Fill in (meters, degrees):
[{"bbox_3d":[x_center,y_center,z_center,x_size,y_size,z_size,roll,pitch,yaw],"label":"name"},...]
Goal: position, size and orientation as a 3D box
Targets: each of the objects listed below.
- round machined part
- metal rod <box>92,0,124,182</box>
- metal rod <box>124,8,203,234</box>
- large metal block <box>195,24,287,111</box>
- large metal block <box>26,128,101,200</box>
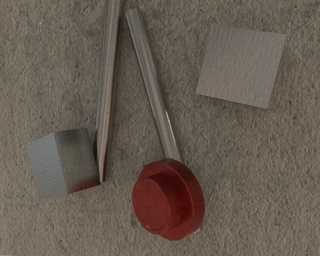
[{"bbox_3d":[0.003,0.089,0.377,0.098,0.042,0.097,11,106,45],"label":"round machined part"},{"bbox_3d":[-0.072,-0.075,0.433,0.025,0.025,0.298,6,92,19],"label":"metal rod"},{"bbox_3d":[0.003,-0.013,0.406,0.025,0.025,0.298,-17,84,19],"label":"metal rod"},{"bbox_3d":[0.095,-0.069,0.362,0.080,0.050,0.079,15,95,19],"label":"large metal block"},{"bbox_3d":[-0.134,0.050,0.427,0.080,0.050,0.080,-19,83,42],"label":"large metal block"}]
